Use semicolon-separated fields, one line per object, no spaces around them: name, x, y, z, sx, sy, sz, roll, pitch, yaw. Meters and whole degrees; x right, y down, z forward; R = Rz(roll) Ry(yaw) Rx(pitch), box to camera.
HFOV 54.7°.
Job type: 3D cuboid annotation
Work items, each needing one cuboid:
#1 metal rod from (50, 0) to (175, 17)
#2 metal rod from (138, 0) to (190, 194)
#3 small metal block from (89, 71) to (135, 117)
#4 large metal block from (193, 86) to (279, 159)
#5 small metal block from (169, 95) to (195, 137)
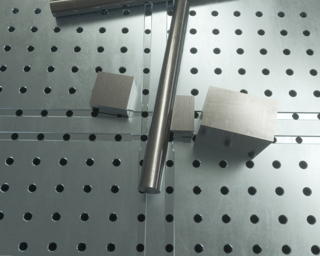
metal rod;-0.018;-0.209;0.487;0.302;0.025;0.025;-10;70;-4
metal rod;0.011;-0.061;0.409;0.025;0.025;0.300;9;61;3
small metal block;-0.064;-0.047;0.428;0.050;0.025;0.050;10;70;3
large metal block;0.090;-0.004;0.384;0.080;0.080;0.050;13;71;5
small metal block;0.020;-0.017;0.418;0.050;0.025;0.050;2;70;1
